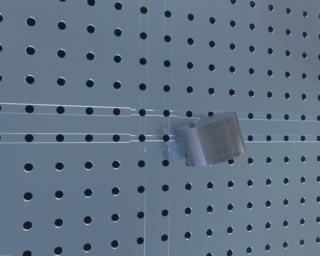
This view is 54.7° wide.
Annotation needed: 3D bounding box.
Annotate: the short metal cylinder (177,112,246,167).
[{"bbox_3d":[0.067,0.013,0.410,0.081,0.080,0.050,-18,97,-19],"label":"short metal cylinder"}]
